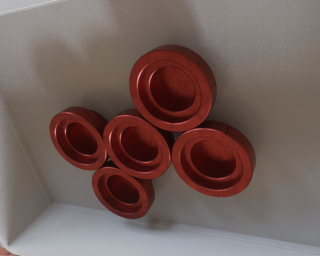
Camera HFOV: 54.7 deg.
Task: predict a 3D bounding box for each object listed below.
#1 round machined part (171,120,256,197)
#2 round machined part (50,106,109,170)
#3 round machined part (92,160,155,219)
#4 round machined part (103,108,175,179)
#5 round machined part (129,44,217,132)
[{"bbox_3d":[0.067,0.033,0.379,0.098,0.042,0.097,13,124,21],"label":"round machined part"},{"bbox_3d":[-0.111,0.011,0.460,0.098,0.042,0.097,13,124,21],"label":"round machined part"},{"bbox_3d":[-0.052,0.088,0.476,0.098,0.042,0.097,13,124,21],"label":"round machined part"},{"bbox_3d":[-0.023,0.017,0.416,0.098,0.042,0.097,13,124,21],"label":"round machined part"},{"bbox_3d":[0.018,-0.048,0.356,0.098,0.042,0.097,13,124,21],"label":"round machined part"}]
